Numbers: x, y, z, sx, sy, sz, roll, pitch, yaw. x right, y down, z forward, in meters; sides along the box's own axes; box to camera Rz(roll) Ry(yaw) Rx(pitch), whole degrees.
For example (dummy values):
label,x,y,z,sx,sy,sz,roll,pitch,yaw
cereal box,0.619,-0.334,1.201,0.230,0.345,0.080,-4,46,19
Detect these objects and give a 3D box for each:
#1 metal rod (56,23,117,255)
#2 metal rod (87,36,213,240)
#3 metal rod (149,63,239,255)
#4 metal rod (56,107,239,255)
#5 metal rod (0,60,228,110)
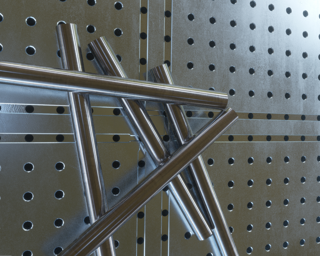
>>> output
label,x,y,z,sx,sy,sz,roll,pitch,yaw
metal rod,-0.089,0.025,0.380,0.025,0.025,0.298,-10,94,-20
metal rod,-0.008,0.021,0.410,0.025,0.025,0.299,-32,101,-17
metal rod,0.051,0.056,0.433,0.025,0.025,0.298,-24,98,-19
metal rod,-0.013,0.074,0.382,0.301,0.025,0.025,-40,103,-16
metal rod,-0.056,-0.049,0.366,0.302,0.025,0.025,5,88,-20
